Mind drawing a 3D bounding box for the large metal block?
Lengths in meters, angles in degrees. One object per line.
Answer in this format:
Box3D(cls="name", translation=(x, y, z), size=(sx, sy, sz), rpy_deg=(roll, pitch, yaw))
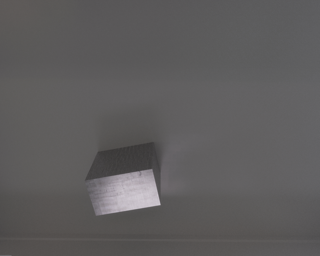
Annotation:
Box3D(cls="large metal block", translation=(-0.043, 0.063, 0.405), size=(0.080, 0.080, 0.050), rpy_deg=(-10, 110, 4))
